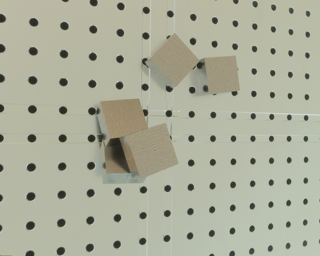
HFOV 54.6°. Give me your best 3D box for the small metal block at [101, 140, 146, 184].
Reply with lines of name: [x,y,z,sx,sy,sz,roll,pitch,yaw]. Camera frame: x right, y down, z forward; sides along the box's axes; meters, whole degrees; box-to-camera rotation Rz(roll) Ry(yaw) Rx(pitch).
small metal block: [-0.045,0.040,0.382,0.050,0.025,0.050,2,51,-20]

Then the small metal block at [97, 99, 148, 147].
small metal block: [-0.046,-0.007,0.382,0.050,0.025,0.050,-7,66,-27]

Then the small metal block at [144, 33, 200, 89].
small metal block: [0.016,-0.090,0.418,0.050,0.025,0.050,45,76,-15]

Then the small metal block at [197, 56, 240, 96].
small metal block: [0.083,-0.074,0.443,0.050,0.025,0.050,-9,93,-20]

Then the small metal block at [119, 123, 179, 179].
small metal block: [-0.013,0.026,0.357,0.050,0.025,0.050,-18,92,-27]
